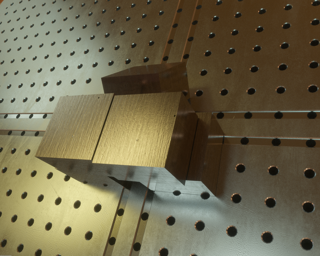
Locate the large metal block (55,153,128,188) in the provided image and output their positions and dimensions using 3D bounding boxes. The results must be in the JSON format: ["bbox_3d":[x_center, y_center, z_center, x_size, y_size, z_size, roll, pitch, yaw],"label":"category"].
[{"bbox_3d":[-0.080,0.030,0.415,0.080,0.050,0.080,2,62,28],"label":"large metal block"}]

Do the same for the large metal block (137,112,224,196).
[{"bbox_3d":[0.024,0.030,0.360,0.080,0.050,0.080,-1,61,27],"label":"large metal block"}]

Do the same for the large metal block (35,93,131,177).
[{"bbox_3d":[-0.085,0.008,0.362,0.080,0.050,0.080,0,62,28],"label":"large metal block"}]

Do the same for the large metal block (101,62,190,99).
[{"bbox_3d":[-0.016,-0.052,0.404,0.080,0.050,0.080,1,20,28],"label":"large metal block"}]

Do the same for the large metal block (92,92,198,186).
[{"bbox_3d":[-0.013,0.011,0.324,0.080,0.050,0.080,0,62,28],"label":"large metal block"}]
